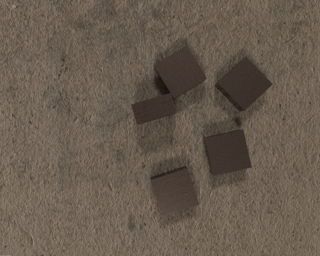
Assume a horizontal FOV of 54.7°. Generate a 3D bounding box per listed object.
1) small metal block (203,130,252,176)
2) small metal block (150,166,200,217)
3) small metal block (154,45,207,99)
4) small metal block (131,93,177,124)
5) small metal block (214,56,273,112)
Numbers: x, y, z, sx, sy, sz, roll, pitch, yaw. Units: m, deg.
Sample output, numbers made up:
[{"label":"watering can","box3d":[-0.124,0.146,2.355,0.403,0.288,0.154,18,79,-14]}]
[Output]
[{"label":"small metal block","box3d":[0.088,0.032,0.411,0.050,0.025,0.050,-13,90,-1]},{"label":"small metal block","box3d":[0.019,0.083,0.410,0.050,0.025,0.050,-18,90,-1]},{"label":"small metal block","box3d":[0.026,-0.072,0.410,0.050,0.025,0.050,-31,90,-1]},{"label":"small metal block","box3d":[-0.007,-0.024,0.397,0.050,0.050,0.025,-17,90,0]},{"label":"small metal block","box3d":[0.110,-0.057,0.411,0.050,0.025,0.050,-44,91,0]}]
